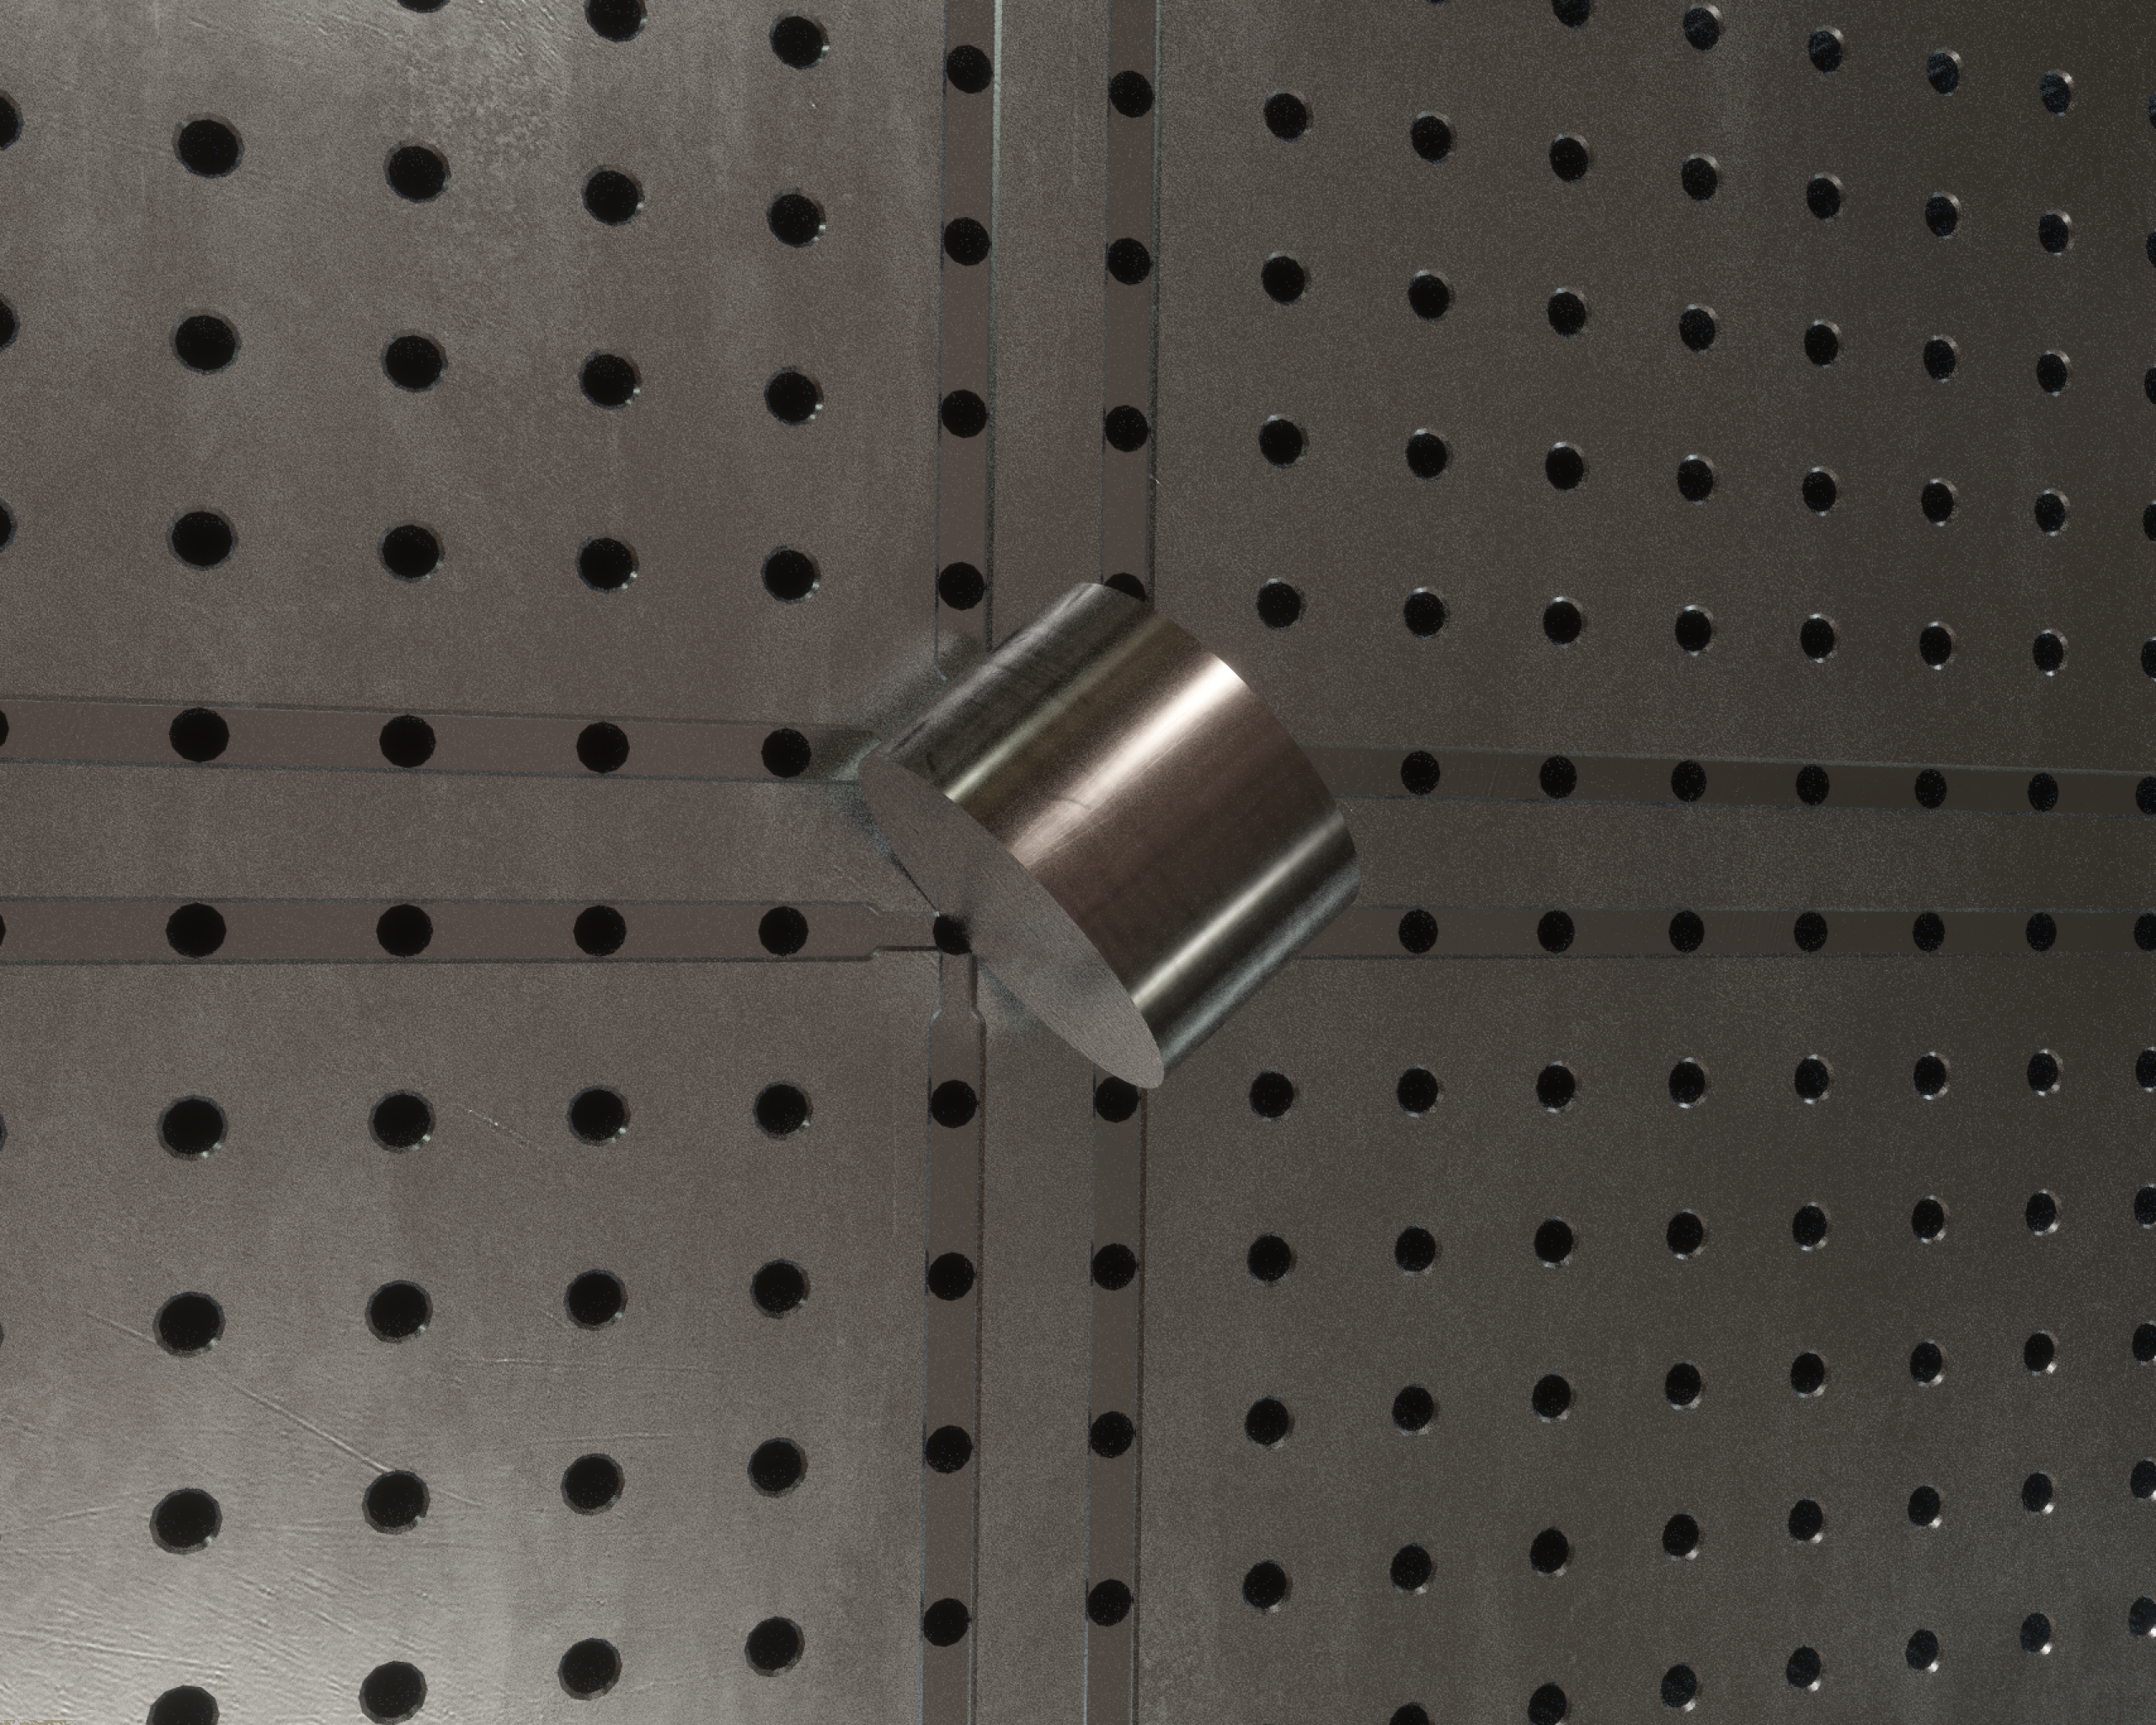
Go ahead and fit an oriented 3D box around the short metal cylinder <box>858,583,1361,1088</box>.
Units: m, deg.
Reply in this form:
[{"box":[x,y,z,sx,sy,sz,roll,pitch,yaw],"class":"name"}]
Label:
[{"box":[0.005,-0.005,0.386,0.050,0.080,0.080,-42,104,-15],"class":"short metal cylinder"}]
